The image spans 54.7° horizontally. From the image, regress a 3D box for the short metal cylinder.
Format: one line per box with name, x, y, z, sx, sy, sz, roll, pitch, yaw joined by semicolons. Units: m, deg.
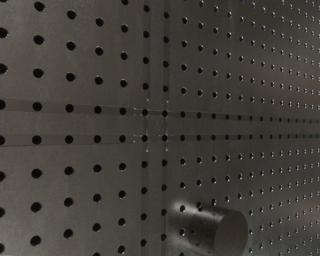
short metal cylinder;0.089;0.160;0.471;0.081;0.050;0.079;0;90;-40
